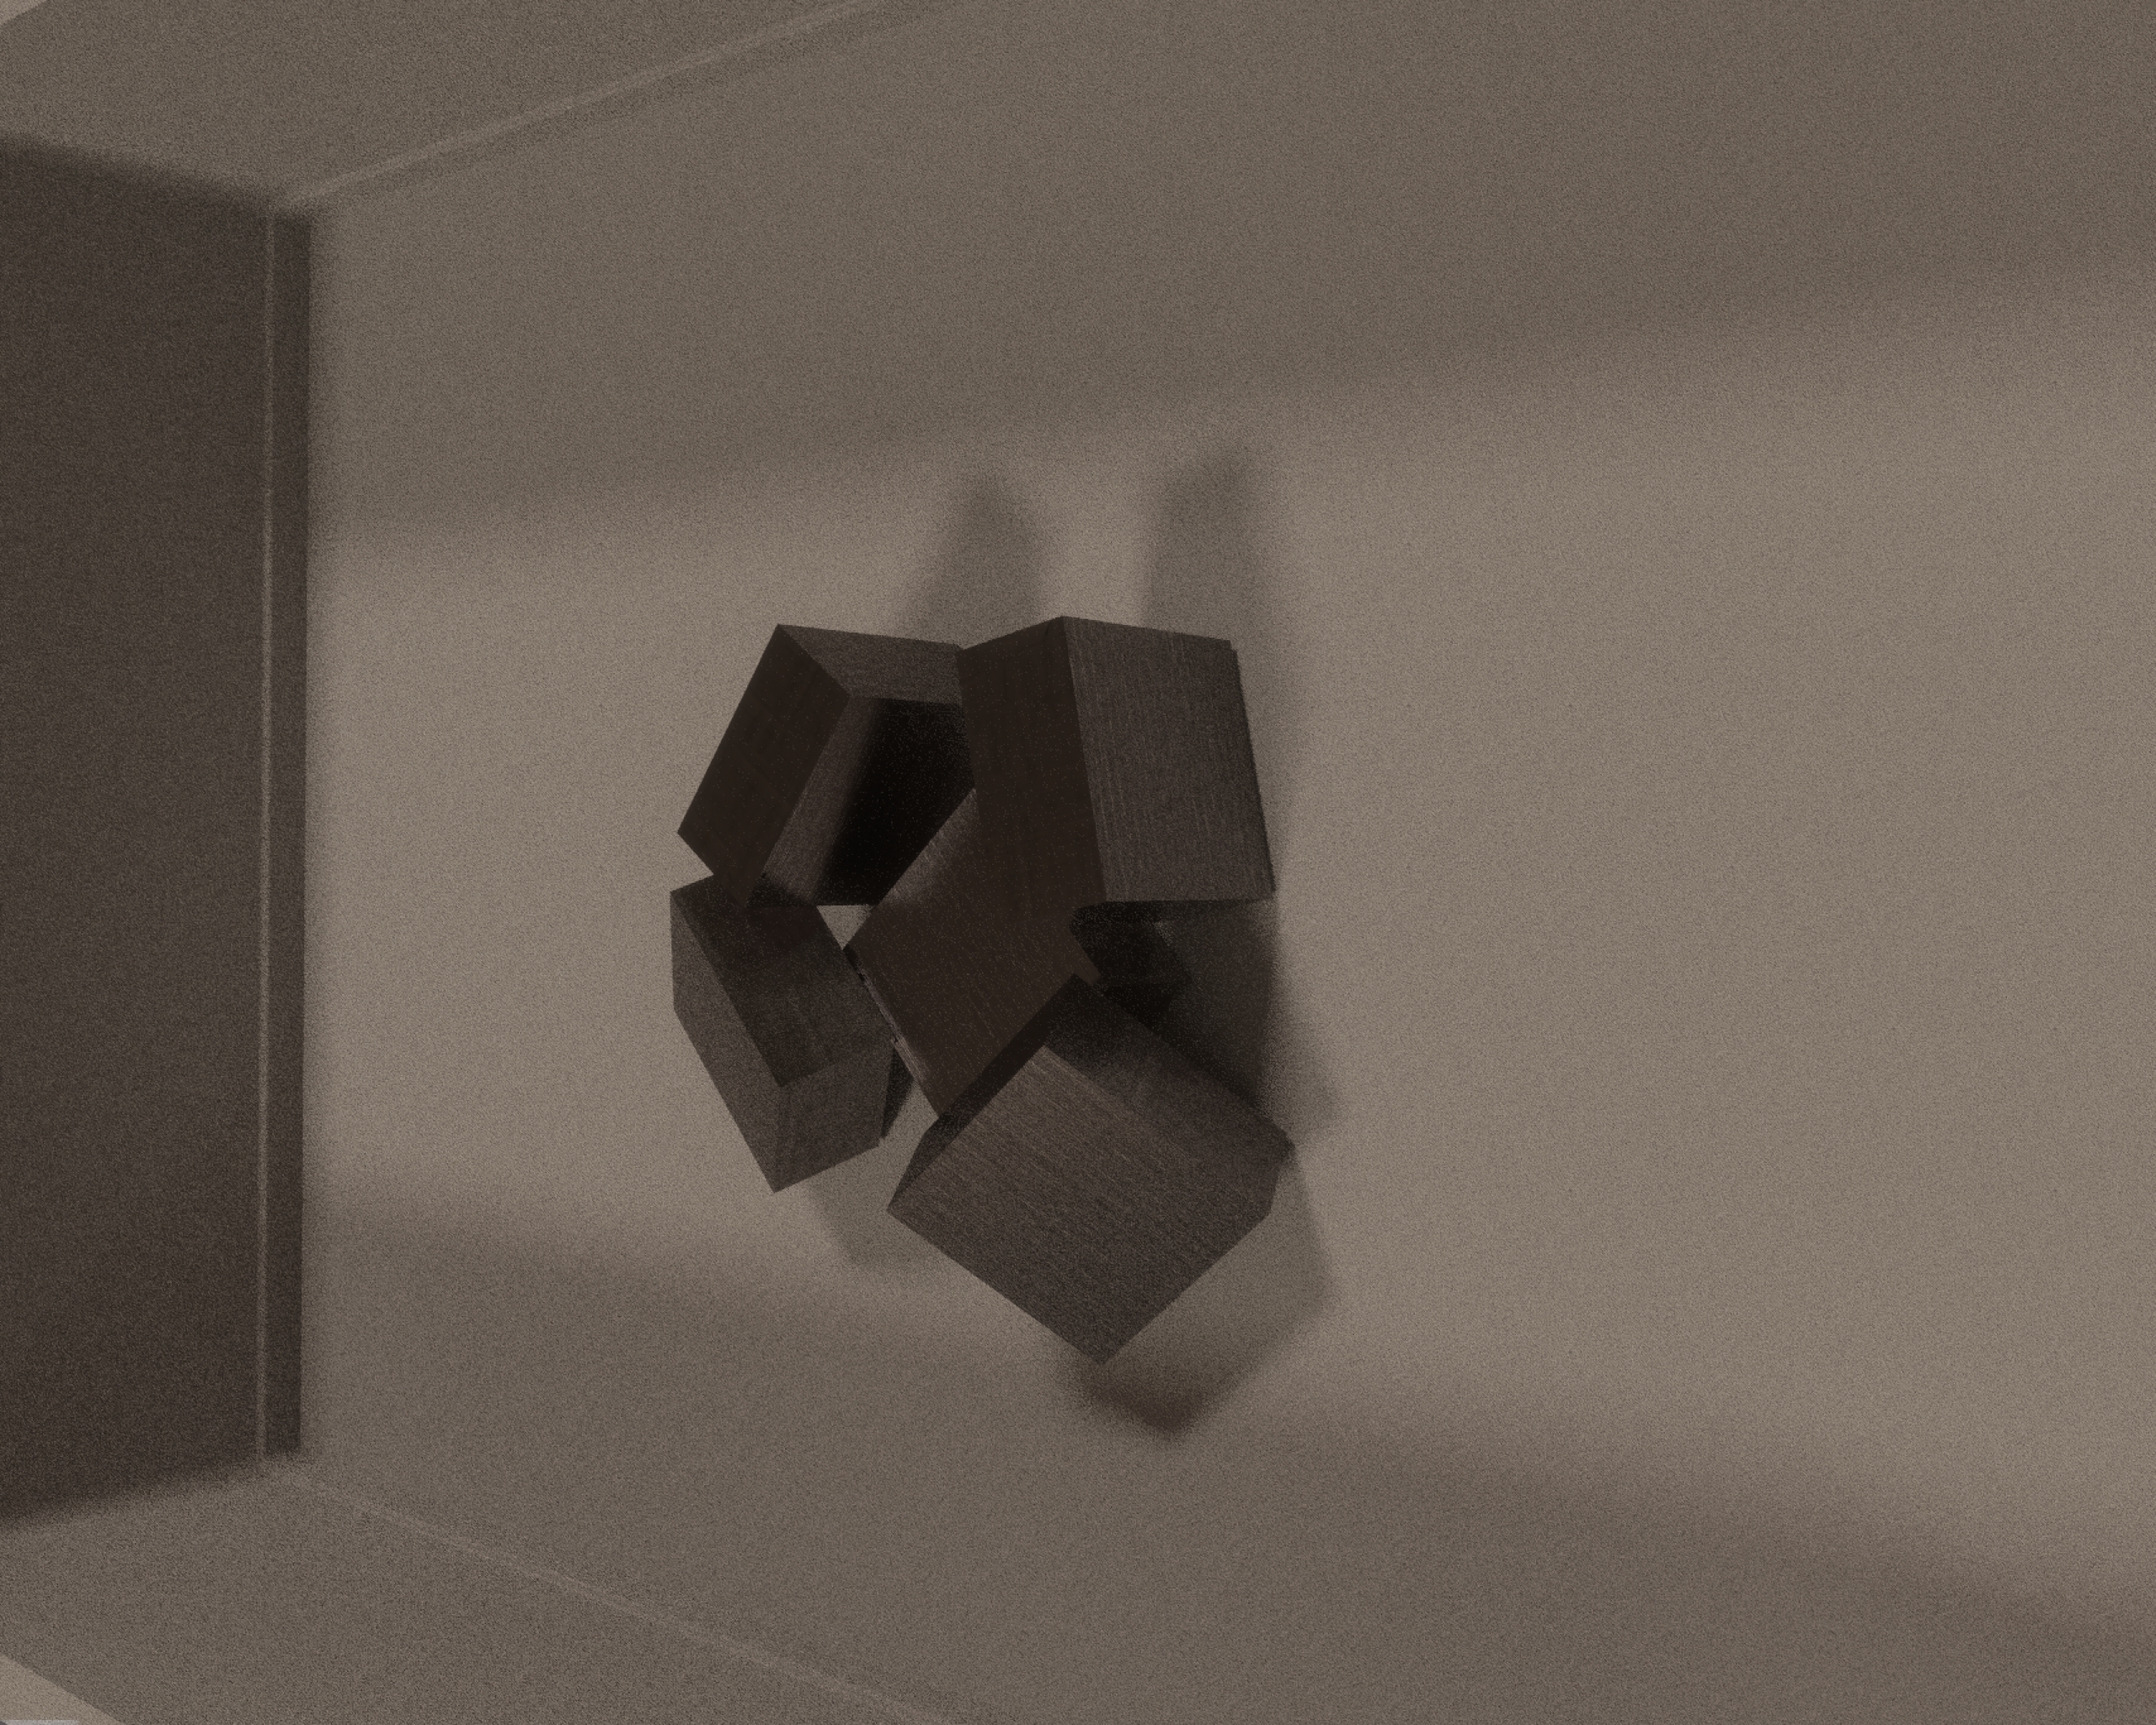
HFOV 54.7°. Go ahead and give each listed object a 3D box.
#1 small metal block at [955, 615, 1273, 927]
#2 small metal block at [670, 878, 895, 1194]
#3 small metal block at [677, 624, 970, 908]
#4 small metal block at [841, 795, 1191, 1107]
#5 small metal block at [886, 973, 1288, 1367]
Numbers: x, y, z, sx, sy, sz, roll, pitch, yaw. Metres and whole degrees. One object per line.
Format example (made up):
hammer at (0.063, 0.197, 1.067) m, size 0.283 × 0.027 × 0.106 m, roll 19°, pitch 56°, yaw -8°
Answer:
small metal block at (0.007, -0.015, 0.380) m, size 0.025 × 0.050 × 0.050 m, roll -14°, pitch 81°, yaw 38°
small metal block at (-0.063, 0.034, 0.439) m, size 0.050 × 0.025 × 0.050 m, roll 56°, pitch 155°, yaw 24°
small metal block at (-0.045, -0.019, 0.423) m, size 0.025 × 0.050 × 0.050 m, roll 44°, pitch 116°, yaw 31°
small metal block at (-0.014, 0.021, 0.413) m, size 0.050 × 0.025 × 0.050 m, roll -49°, pitch 61°, yaw 28°
small metal block at (0.002, 0.057, 0.384) m, size 0.050 × 0.025 × 0.050 m, roll 38°, pitch 119°, yaw -8°
